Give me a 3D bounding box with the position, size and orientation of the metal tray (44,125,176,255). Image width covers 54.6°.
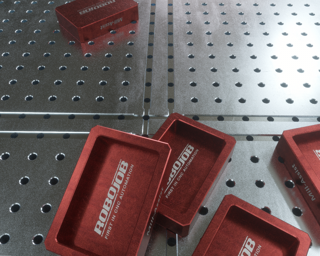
[{"bbox_3d":[-0.047,0.070,0.311,0.090,0.030,0.130,14,73,16],"label":"metal tray"}]

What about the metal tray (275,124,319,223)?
[{"bbox_3d":[0.207,0.054,0.360,0.091,0.030,0.130,-10,51,-9],"label":"metal tray"}]

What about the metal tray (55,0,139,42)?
[{"bbox_3d":[-0.117,-0.217,0.586,0.131,0.030,0.090,-33,57,-25],"label":"metal tray"}]

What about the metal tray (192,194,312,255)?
[{"bbox_3d":[0.074,0.137,0.289,0.090,0.030,0.130,26,55,20],"label":"metal tray"}]

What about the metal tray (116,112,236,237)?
[{"bbox_3d":[0.022,0.047,0.364,0.090,0.030,0.130,25,54,19],"label":"metal tray"}]
